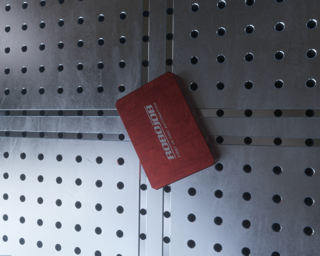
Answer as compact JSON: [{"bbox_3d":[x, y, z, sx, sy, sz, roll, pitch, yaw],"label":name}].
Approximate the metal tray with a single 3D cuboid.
[{"bbox_3d":[0.008,0.004,0.406,0.090,0.030,0.130,-27,81,17],"label":"metal tray"}]
